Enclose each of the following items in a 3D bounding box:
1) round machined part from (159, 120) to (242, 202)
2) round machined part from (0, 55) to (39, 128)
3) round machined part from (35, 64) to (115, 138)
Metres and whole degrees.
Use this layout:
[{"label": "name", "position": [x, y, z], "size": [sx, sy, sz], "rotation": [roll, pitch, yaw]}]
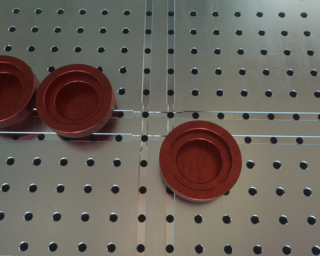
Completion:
[{"label": "round machined part", "position": [0.048, 0.043, 0.387], "size": [0.099, 0.042, 0.098], "rotation": [0, 70, 0]}, {"label": "round machined part", "position": [-0.211, -0.045, 0.418], "size": [0.099, 0.042, 0.098], "rotation": [0, 70, 0]}, {"label": "round machined part", "position": [-0.109, -0.033, 0.414], "size": [0.099, 0.042, 0.098], "rotation": [0, 70, 0]}]
